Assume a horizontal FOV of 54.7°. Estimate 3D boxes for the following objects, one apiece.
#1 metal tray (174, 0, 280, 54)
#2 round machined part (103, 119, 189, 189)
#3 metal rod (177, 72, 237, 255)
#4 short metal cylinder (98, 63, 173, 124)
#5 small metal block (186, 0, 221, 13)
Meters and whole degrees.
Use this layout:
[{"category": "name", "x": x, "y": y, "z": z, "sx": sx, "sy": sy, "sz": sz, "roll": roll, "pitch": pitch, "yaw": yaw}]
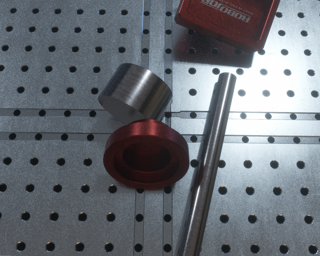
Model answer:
[{"category": "metal tray", "x": 0.096, "y": -0.172, "z": 0.439, "sx": 0.131, "sy": 0.030, "sz": 0.090, "roll": 19, "pitch": 90, "yaw": -11}, {"category": "round machined part", "x": -0.015, "y": 0.027, "z": 0.369, "sx": 0.099, "sy": 0.097, "sz": 0.042, "roll": 1, "pitch": 44, "yaw": 0}, {"category": "metal rod", "x": 0.057, "y": 0.063, "z": 0.389, "sx": 0.025, "sy": 0.025, "sz": 0.299, "roll": 14, "pitch": 70, "yaw": 5}, {"category": "short metal cylinder", "x": -0.031, "y": -0.037, "z": 0.396, "sx": 0.080, "sy": 0.080, "sz": 0.050, "roll": 27, "pitch": 72, "yaw": 9}, {"category": "small metal block", "x": 0.067, "y": -0.213, "z": 0.475, "sx": 0.050, "sy": 0.050, "sz": 0.025, "roll": -22, "pitch": 57, "yaw": -8}]
